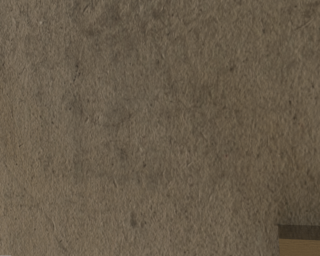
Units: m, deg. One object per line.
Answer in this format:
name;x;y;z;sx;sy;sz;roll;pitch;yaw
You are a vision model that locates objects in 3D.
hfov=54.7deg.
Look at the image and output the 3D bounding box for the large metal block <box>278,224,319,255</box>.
large metal block;0.174;0.153;0.335;0.080;0.050;0.079;-4;89;19
